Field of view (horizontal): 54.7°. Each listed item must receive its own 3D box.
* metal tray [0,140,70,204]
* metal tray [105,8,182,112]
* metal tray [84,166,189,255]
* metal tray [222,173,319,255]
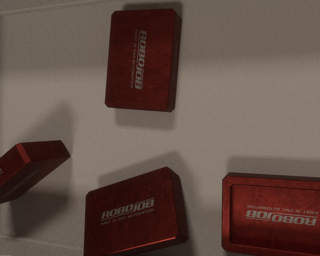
[{"bbox_3d":[-0.206,0.067,0.446,0.130,0.090,0.030,-36,79,16],"label":"metal tray"},{"bbox_3d":[-0.023,-0.089,0.415,0.090,0.030,0.129,5,92,19],"label":"metal tray"},{"bbox_3d":[-0.034,0.112,0.397,0.130,0.030,0.090,-20,53,18],"label":"metal tray"},{"bbox_3d":[0.140,0.101,0.358,0.130,0.030,0.089,1,90,19],"label":"metal tray"}]
